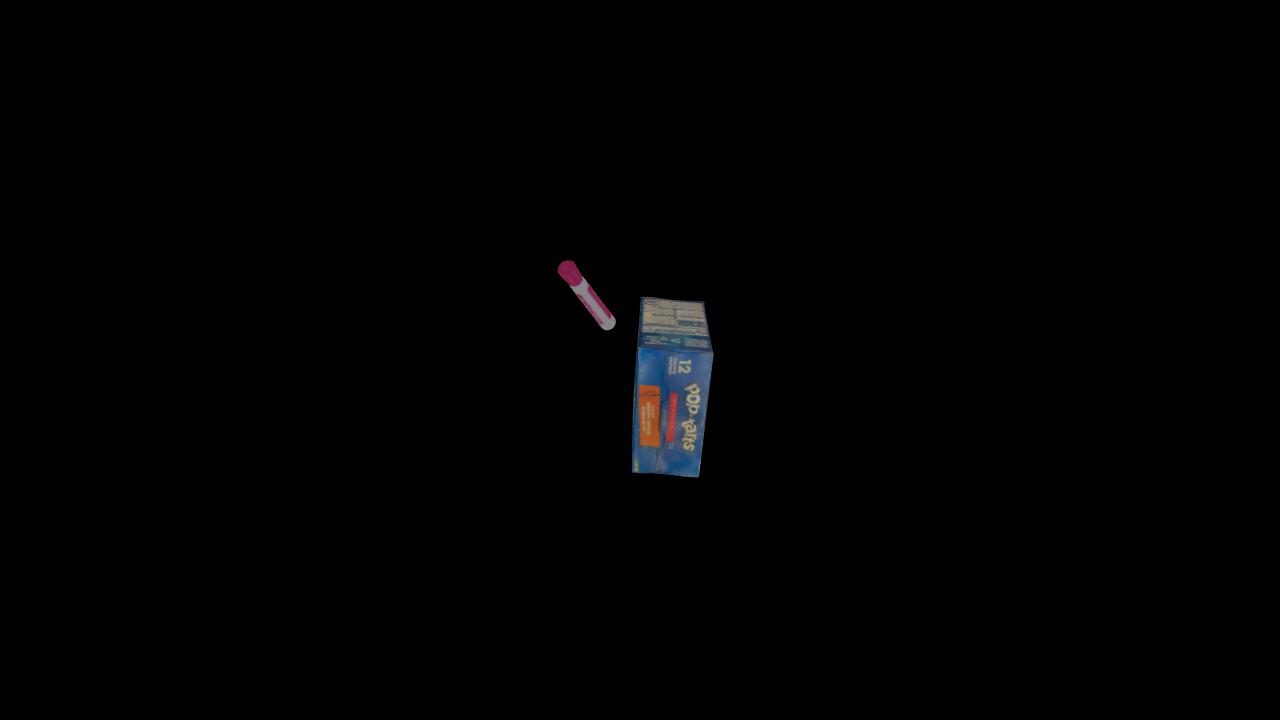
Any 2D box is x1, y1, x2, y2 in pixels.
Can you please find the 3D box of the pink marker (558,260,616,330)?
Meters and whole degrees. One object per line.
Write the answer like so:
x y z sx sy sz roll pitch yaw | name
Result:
-0.055 -0.067 0.645 0.020 0.020 0.121 0 -25 20 | pink marker

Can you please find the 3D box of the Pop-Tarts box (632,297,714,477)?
0.034 0.029 0.734 0.083 0.167 0.141 2 29 -1 | Pop-Tarts box
